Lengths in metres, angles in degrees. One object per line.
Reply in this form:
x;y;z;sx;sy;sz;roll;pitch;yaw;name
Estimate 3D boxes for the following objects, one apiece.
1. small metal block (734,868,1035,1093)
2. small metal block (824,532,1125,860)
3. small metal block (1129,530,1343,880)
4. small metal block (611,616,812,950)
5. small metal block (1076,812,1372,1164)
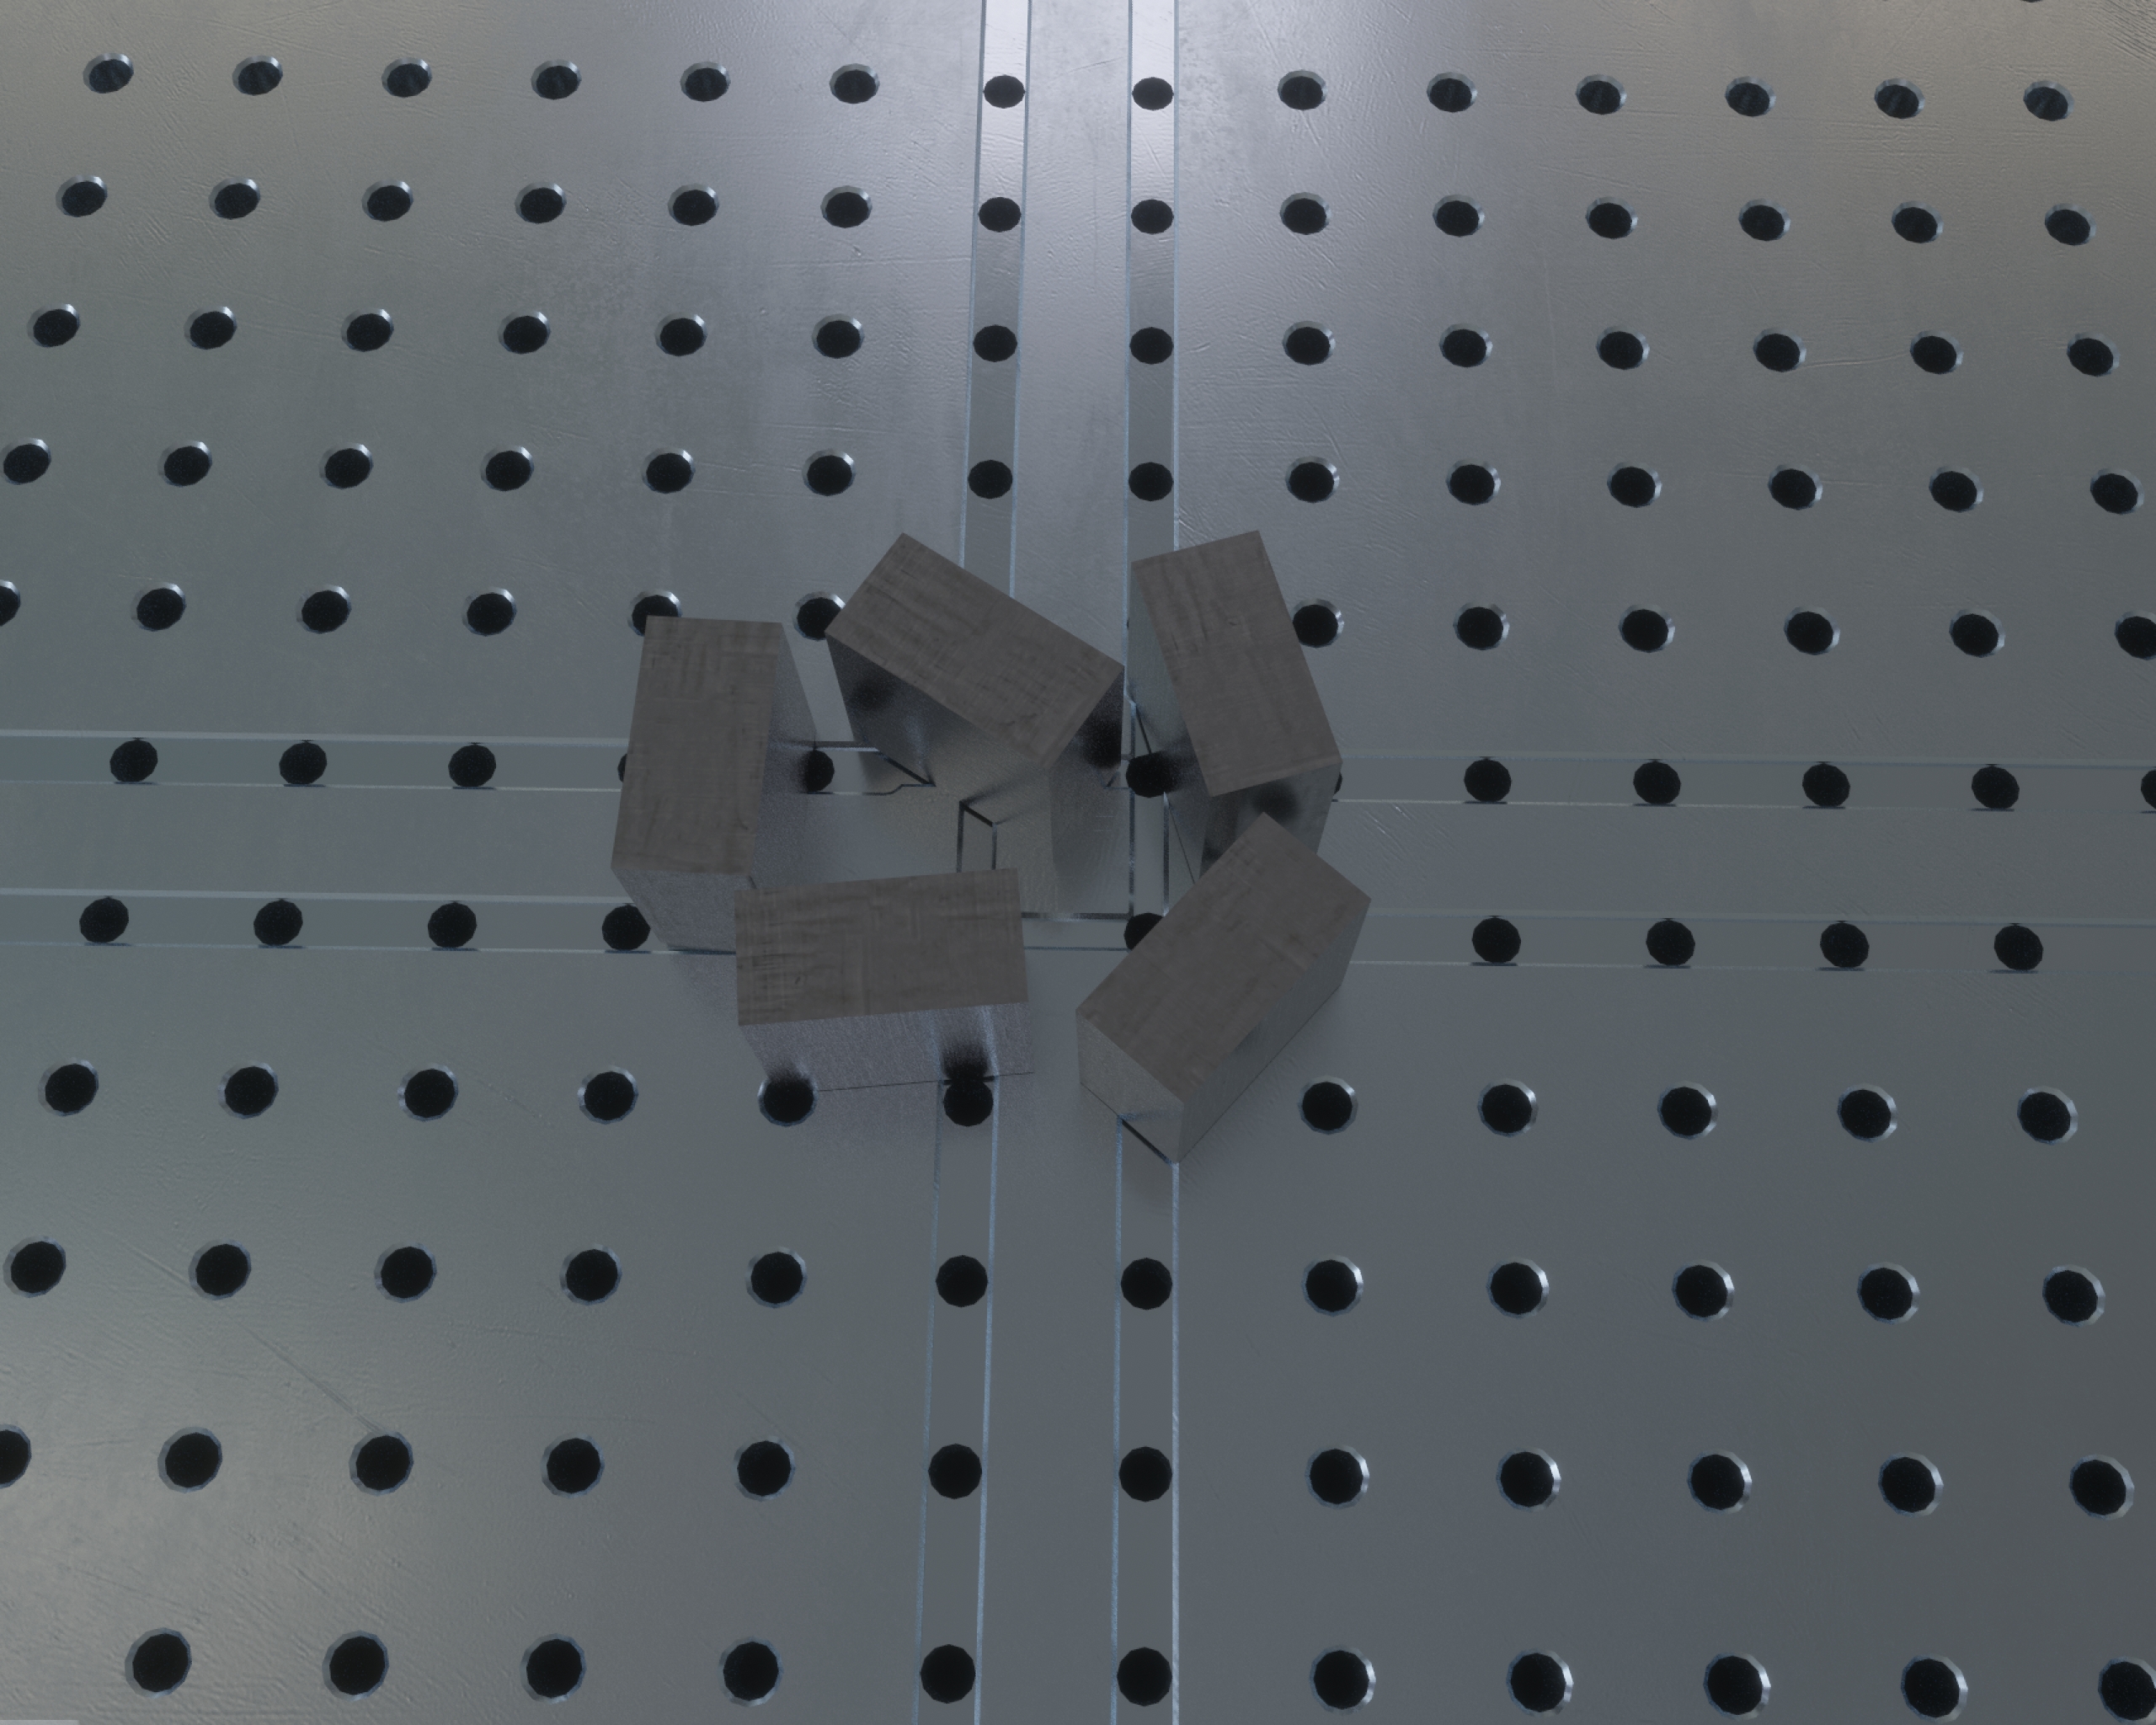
-0.035;0.023;0.390;0.050;0.050;0.025;-5;70;-2;small metal block
-0.019;-0.031;0.410;0.050;0.050;0.025;32;74;10;small metal block
0.029;-0.029;0.409;0.025;0.050;0.050;-15;70;-5;small metal block
-0.069;-0.014;0.403;0.025;0.050;0.050;3;71;1;small metal block
0.026;0.025;0.389;0.025;0.050;0.050;40;75;14;small metal block
